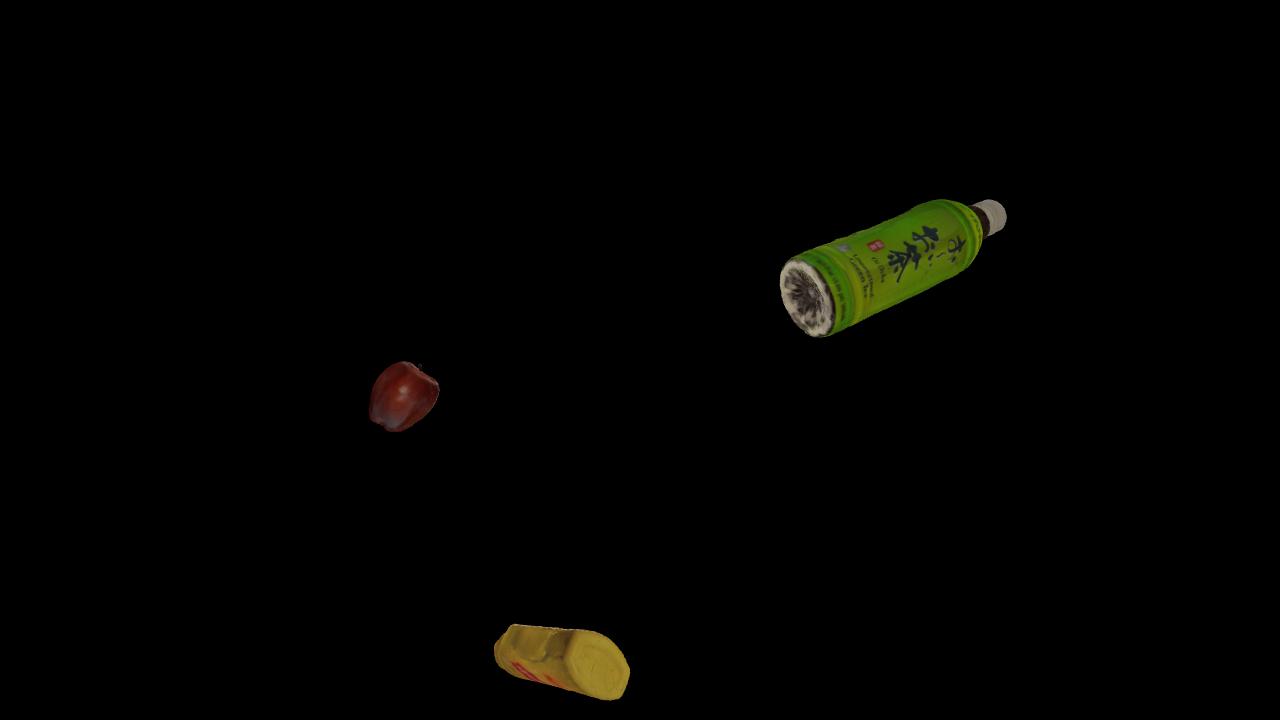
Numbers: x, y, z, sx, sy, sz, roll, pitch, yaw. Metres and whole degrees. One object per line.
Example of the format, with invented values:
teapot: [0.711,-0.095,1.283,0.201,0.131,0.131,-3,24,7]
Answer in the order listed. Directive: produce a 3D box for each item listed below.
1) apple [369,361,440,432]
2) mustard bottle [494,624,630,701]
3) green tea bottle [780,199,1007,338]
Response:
apple: [-0.309,0.046,0.801,0.079,0.093,0.079,30,-11,6]
mustard bottle: [-0.101,0.318,0.661,0.184,0.054,0.092,-17,-49,43]
green tea bottle: [0.220,-0.087,0.516,0.212,0.073,0.073,-23,8,-19]
